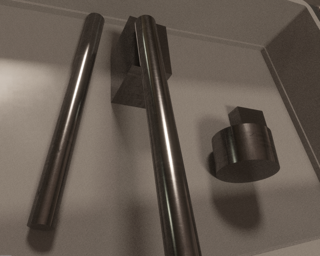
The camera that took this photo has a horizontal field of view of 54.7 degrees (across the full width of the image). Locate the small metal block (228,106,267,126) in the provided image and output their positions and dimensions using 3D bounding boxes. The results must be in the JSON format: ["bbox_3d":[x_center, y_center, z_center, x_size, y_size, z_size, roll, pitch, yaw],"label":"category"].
[{"bbox_3d":[0.139,-0.003,0.485,0.050,0.025,0.050,8,58,-25],"label":"small metal block"}]

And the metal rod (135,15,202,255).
[{"bbox_3d":[0.001,-0.006,0.282,0.025,0.025,0.299,10,49,-24],"label":"metal rod"}]

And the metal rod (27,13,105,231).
[{"bbox_3d":[-0.102,-0.033,0.371,0.025,0.025,0.300,17,55,-19],"label":"metal rod"}]

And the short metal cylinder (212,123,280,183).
[{"bbox_3d":[0.112,0.036,0.411,0.081,0.080,0.050,12,57,-22],"label":"short metal cylinder"}]

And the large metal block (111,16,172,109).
[{"bbox_3d":[-0.029,-0.083,0.407,0.050,0.080,0.080,9,58,-24],"label":"large metal block"}]
